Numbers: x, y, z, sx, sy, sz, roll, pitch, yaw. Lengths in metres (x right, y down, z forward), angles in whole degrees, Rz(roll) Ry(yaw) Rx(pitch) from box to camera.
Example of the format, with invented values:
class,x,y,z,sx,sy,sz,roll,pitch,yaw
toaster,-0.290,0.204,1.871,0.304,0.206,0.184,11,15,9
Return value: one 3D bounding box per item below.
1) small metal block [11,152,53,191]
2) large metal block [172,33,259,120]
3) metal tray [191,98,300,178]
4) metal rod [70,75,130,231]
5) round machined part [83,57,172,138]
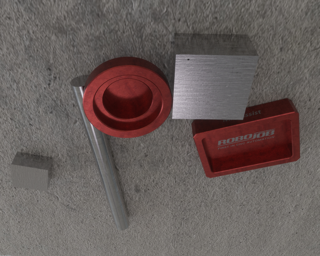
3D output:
class,x,y,z,sx,sy,sz,roll,pitch,yaw
small metal block,-0.190,0.065,0.461,0.050,0.025,0.050,11,129,-10
large metal block,0.055,-0.056,0.344,0.081,0.050,0.079,1,130,-1
metal tray,0.117,0.017,0.419,0.130,0.030,0.090,-13,129,11
metal rod,-0.079,0.059,0.456,0.025,0.025,0.298,-4,130,3
round machined part,-0.038,-0.038,0.358,0.099,0.042,0.097,-5,130,-6
